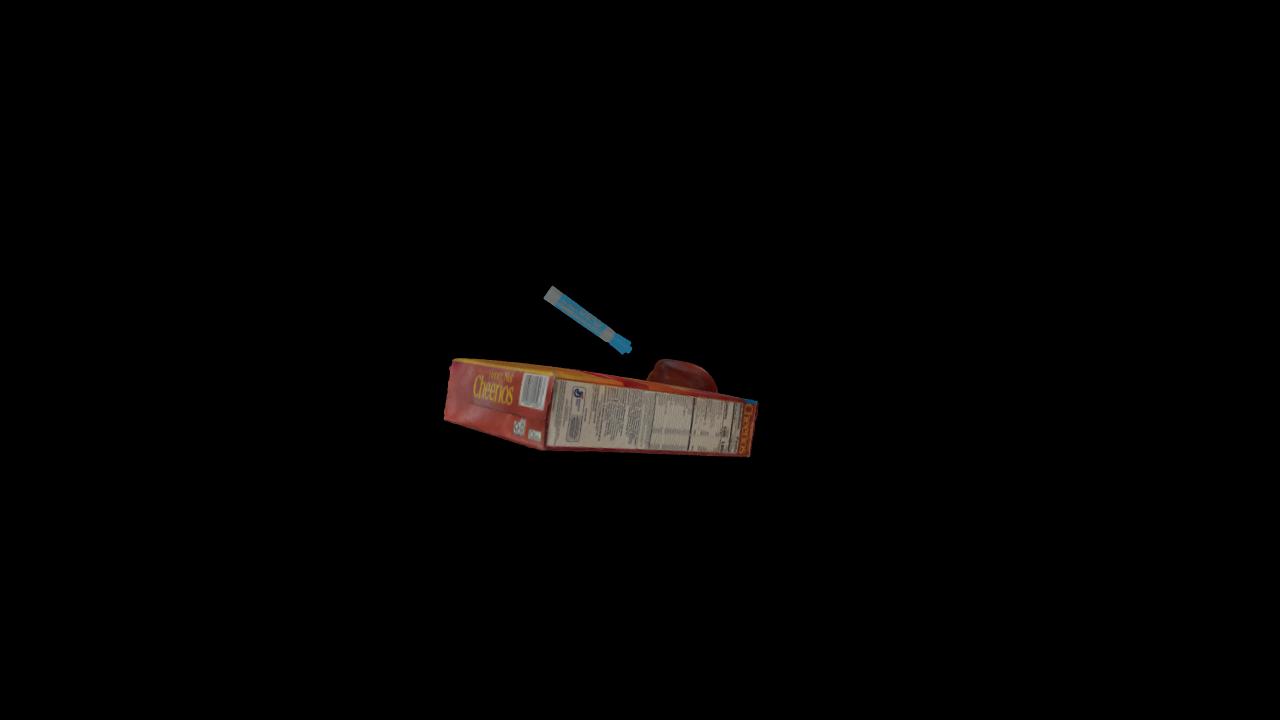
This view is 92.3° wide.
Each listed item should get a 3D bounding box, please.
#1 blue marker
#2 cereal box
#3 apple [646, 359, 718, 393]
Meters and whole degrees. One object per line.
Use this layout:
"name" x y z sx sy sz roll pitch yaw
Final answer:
"blue marker" -0.059 -0.045 0.729 0.121 0.020 0.020 35 -9 -13
"cereal box" -0.037 0.057 0.707 0.306 0.081 0.203 9 -3 -42
"apple" 0.052 0.040 0.761 0.093 0.079 0.079 32 -2 -3
